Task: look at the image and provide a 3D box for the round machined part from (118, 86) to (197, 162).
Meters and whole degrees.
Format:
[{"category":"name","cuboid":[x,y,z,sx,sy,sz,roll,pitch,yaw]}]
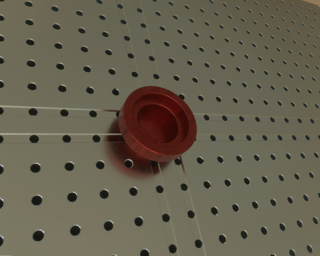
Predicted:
[{"category":"round machined part","cuboid":[-0.006,-0.002,0.394,0.099,0.042,0.098,13,56,-21]}]
